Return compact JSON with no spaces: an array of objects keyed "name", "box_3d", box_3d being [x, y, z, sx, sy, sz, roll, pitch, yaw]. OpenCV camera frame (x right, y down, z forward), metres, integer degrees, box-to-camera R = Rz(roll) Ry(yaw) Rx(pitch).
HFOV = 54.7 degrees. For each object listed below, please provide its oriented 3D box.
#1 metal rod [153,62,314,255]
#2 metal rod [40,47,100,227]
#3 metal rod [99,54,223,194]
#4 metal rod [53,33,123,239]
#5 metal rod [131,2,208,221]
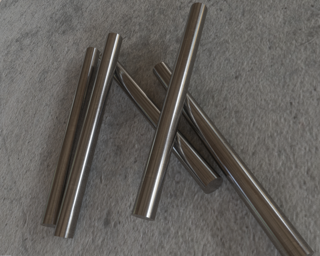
[{"name":"metal rod","box_3d":[0.062,0.014,0.361,0.025,0.025,0.300,-35,51,5]},{"name":"metal rod","box_3d":[-0.129,-0.004,0.472,0.025,0.025,0.299,-9,58,23]},{"name":"metal rod","box_3d":[-0.016,-0.028,0.428,0.025,0.025,0.300,-40,51,1]},{"name":"metal rod","box_3d":[-0.095,-0.004,0.434,0.025,0.025,0.299,-1,67,27]},{"name":"metal rod","box_3d":[0.019,-0.039,0.382,0.025,0.025,0.300,2,62,28]}]
